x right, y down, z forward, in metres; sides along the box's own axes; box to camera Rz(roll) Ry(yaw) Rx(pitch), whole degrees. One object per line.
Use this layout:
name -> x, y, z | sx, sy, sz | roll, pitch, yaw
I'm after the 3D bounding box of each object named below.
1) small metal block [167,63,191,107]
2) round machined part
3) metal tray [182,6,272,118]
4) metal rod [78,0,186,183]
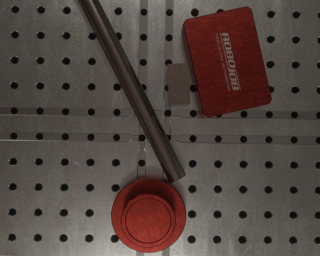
small metal block -> 0.023, -0.054, 0.401 | 0.025, 0.050, 0.050 | -3, 90, 0
round machined part -> -0.015, 0.115, 0.405 | 0.099, 0.042, 0.097 | 0, 90, -1
metal tray -> 0.087, -0.085, 0.412 | 0.091, 0.030, 0.129 | -13, 90, -1
metal rod -> -0.043, -0.066, 0.412 | 0.025, 0.025, 0.299 | -27, 90, 0
